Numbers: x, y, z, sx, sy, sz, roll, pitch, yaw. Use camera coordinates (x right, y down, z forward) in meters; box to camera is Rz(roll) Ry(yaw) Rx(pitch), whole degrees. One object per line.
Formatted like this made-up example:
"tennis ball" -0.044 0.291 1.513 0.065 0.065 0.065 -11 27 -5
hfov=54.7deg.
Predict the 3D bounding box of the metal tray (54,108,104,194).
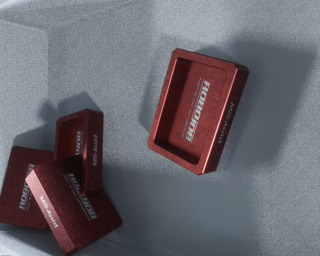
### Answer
"metal tray" -0.132 0.042 0.497 0.090 0.030 0.129 -13 71 39

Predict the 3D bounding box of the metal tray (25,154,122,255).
"metal tray" -0.124 0.107 0.454 0.030 0.091 0.130 -44 73 32

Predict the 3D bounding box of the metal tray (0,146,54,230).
"metal tray" -0.221 0.102 0.537 0.090 0.030 0.129 9 81 3

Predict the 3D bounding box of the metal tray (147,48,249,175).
"metal tray" 0.041 -0.021 0.369 0.090 0.030 0.129 26 106 37

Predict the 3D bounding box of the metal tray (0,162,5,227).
"metal tray" -0.382 0.158 0.722 0.090 0.030 0.130 -38 67 33
